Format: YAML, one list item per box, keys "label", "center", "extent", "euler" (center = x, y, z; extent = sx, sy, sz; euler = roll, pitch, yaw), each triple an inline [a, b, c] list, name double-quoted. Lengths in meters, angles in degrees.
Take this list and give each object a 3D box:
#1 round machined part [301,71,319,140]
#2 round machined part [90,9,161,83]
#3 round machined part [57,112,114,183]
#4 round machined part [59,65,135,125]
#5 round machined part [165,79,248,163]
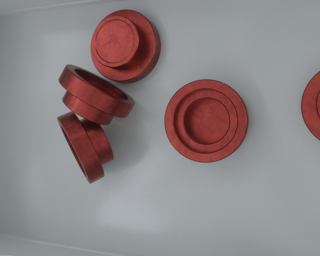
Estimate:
- label: "round machined part"
  center: [0.202, -0.025, 0.324]
  extent: [0.098, 0.042, 0.097]
  euler: [0, 89, 26]
- label: "round machined part"
  center: [-0.052, -0.112, 0.419]
  extent: [0.098, 0.042, 0.097]
  euler: [0, 90, 19]
- label: "round machined part"
  center: [-0.096, 0.021, 0.415]
  extent: [0.042, 0.098, 0.098]
  euler: [-26, 80, -19]
- label: "round machined part"
  center: [-0.085, -0.039, 0.401]
  extent: [0.098, 0.098, 0.042]
  euler: [35, 101, 16]
- label: "round machined part"
  center: [0.059, -0.008, 0.380]
  extent: [0.098, 0.042, 0.097]
  euler: [0, 90, 19]
